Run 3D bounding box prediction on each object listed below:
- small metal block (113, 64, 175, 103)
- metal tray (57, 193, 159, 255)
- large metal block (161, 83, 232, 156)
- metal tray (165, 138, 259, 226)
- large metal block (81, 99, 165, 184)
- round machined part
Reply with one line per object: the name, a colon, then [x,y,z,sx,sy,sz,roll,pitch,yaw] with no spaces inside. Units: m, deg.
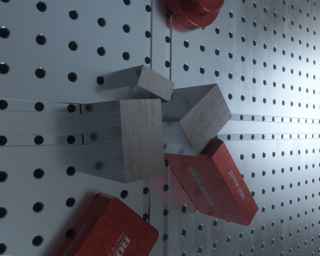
small metal block: [-0.019,-0.051,0.376,0.050,0.050,0.025,24,75,-38]
metal tray: [-0.067,0.152,0.350,0.090,0.030,0.130,48,62,-29]
large metal block: [0.031,-0.011,0.399,0.080,0.080,0.050,-44,117,-31]
metal tray: [0.068,0.071,0.423,0.030,0.090,0.130,-47,118,-30]
large metal block: [-0.042,0.011,0.338,0.050,0.080,0.079,-6,94,-40]
round machined part: [0.056,-0.195,0.444,0.099,0.042,0.097,0,90,-40]
